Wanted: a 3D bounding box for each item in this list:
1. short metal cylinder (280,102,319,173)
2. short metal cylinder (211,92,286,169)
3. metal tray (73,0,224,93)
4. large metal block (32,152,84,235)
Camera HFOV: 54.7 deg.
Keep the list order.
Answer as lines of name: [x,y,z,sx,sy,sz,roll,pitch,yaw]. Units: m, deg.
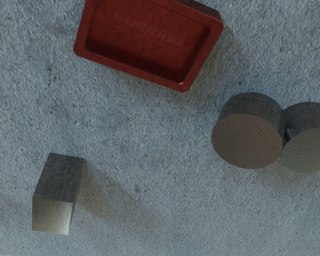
short metal cylinder: [0.192,0.013,0.404,0.081,0.050,0.079,0,130,0]
short metal cylinder: [0.108,0.003,0.377,0.080,0.050,0.079,13,129,17]
metal tray: [-0.013,-0.098,0.320,0.131,0.030,0.089,17,128,-15]
large metal block: [-0.147,0.096,0.451,0.050,0.080,0.079,12,129,-10]
